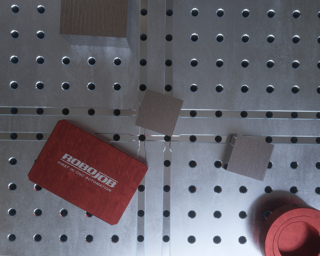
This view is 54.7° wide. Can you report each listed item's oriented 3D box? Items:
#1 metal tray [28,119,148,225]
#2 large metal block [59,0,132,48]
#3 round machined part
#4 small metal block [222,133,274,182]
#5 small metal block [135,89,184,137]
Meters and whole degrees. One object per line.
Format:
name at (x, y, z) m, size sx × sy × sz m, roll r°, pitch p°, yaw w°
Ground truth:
metal tray at (-0.092, 0.057, 0.410) m, size 0.130 × 0.030 × 0.090 m, roll 29°, pitch 90°, yaw -1°
large metal block at (-0.079, -0.151, 0.400) m, size 0.081 × 0.050 × 0.079 m, roll 3°, pitch 90°, yaw -1°
round machined part at (0.179, 0.148, 0.407) m, size 0.099 × 0.042 × 0.097 m, roll 0°, pitch 90°, yaw -1°
small metal block at (0.118, 0.039, 0.415) m, size 0.050 × 0.025 × 0.050 m, roll 17°, pitch 90°, yaw -1°
small metal block at (-0.001, -0.020, 0.413) m, size 0.050 × 0.025 × 0.050 m, roll 18°, pitch 90°, yaw -1°
